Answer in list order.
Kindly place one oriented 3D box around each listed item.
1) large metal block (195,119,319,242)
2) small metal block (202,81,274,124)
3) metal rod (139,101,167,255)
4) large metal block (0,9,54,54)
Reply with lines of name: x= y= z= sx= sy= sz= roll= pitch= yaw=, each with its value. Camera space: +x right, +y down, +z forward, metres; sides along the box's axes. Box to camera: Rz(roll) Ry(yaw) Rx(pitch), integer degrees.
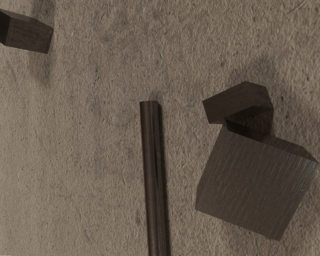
large metal block: x=0.086 y=0.046 z=0.293 sx=0.080 sy=0.050 sz=0.079 roll=20 pitch=105 yaw=4
small metal block: x=0.081 y=-0.024 z=0.321 sx=0.050 sy=0.050 sz=0.025 roll=-24 pitch=74 yaw=37
metal rod: x=-0.006 y=0.114 z=0.407 sx=0.025 sy=0.025 sz=0.298 roll=-6 pitch=86 yaw=39
large metal block: x=-0.261 y=-0.182 z=0.581 sx=0.080 sy=0.081 sz=0.050 roll=33 pitch=111 yaw=35
